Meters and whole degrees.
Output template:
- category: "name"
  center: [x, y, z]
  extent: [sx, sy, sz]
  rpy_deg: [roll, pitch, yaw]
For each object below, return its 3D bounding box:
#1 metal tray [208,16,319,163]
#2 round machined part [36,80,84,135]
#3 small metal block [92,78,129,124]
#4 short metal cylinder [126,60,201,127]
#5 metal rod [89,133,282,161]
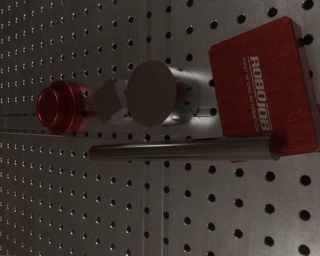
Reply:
- category: "metal tray"
  center: [0.106, -0.034, 0.318]
  extent: [0.090, 0.030, 0.129]
  rpy_deg: [-14, 81, 38]
- category: "round machined part"
  center: [-0.180, -0.036, 0.544]
  extent: [0.098, 0.042, 0.097]
  rpy_deg: [0, 90, 39]
- category: "small metal block"
  center: [-0.071, -0.040, 0.465]
  extent: [0.050, 0.025, 0.050]
  rpy_deg: [-32, 70, 35]
- category: "short metal cylinder"
  center: [0.004, -0.041, 0.388]
  extent: [0.080, 0.050, 0.079]
  rpy_deg: [0, 90, 39]
- category: "metal rod"
  center: [0.000, 0.028, 0.382]
  extent: [0.300, 0.025, 0.025]
  rpy_deg: [-7, 86, 47]
